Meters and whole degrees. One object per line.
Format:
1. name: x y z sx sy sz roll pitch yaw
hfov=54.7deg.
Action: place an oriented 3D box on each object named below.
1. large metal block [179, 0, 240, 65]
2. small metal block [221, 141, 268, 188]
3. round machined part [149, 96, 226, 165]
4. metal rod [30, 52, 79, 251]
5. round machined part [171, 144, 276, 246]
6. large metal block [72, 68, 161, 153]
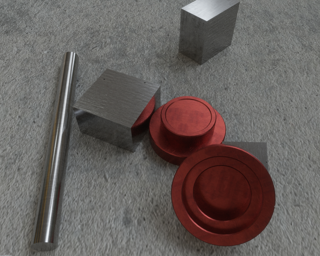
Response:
1. large metal block: 0.078 -0.163 0.505 0.080 0.080 0.050 -37 59 -27
2. small metal block: 0.095 0.043 0.355 0.050 0.025 0.050 1 75 0
3. round machined part: 0.035 -0.003 0.395 0.099 0.042 0.098 0 50 0
4. metal rod: -0.128 0.002 0.399 0.025 0.025 0.300 -4 50 -4
5. round machined part: 0.064 0.065 0.317 0.098 0.042 0.097 0 91 13
6. large metal block: -0.053 -0.025 0.407 0.080 0.050 0.080 20 53 16
